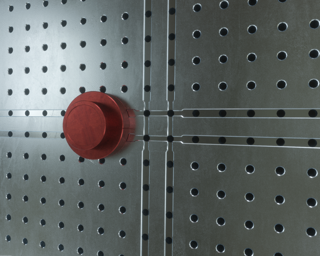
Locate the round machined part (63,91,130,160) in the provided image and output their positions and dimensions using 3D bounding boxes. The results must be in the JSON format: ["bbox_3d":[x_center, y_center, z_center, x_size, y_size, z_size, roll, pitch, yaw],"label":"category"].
[{"bbox_3d":[-0.096,-0.004,0.438,0.098,0.042,0.097,0,90,20],"label":"round machined part"}]
